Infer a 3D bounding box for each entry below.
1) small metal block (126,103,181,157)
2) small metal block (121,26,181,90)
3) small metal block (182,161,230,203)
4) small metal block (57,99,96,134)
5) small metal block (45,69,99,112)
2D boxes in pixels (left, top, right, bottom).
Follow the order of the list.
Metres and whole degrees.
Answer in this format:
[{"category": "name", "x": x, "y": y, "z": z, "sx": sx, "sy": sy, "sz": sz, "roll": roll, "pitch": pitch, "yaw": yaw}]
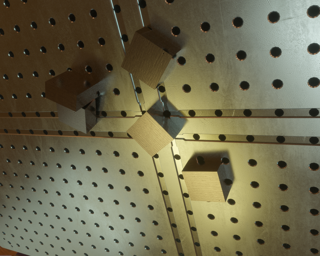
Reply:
[{"category": "small metal block", "x": -0.009, "y": 0.004, "z": 0.419, "sx": 0.050, "sy": 0.025, "sz": 0.050, "roll": 46, "pitch": 129, "yaw": -4}, {"category": "small metal block", "x": -0.012, "y": -0.082, "z": 0.367, "sx": 0.050, "sy": 0.025, "sz": 0.050, "roll": 35, "pitch": 129, "yaw": 5}, {"category": "small metal block", "x": 0.063, "y": 0.073, "z": 0.423, "sx": 0.050, "sy": 0.025, "sz": 0.050, "roll": -4, "pitch": 116, "yaw": 30}, {"category": "small metal block", "x": -0.123, "y": -0.026, "z": 0.456, "sx": 0.050, "sy": 0.025, "sz": 0.050, "roll": 24, "pitch": 137, "yaw": 13}, {"category": "small metal block", "x": -0.120, "y": -0.053, "z": 0.427, "sx": 0.050, "sy": 0.050, "sz": 0.025, "roll": 24, "pitch": 127, "yaw": 13}]
